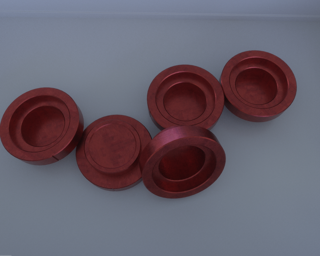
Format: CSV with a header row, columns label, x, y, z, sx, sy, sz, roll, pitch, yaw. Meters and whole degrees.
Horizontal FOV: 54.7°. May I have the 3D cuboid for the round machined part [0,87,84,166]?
label,x,y,z,sx,sy,sz,roll,pitch,yaw
round machined part,-0.145,0.001,0.396,0.099,0.042,0.098,-1,68,4

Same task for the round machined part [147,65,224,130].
label,x,y,z,sx,sy,sz,roll,pitch,yaw
round machined part,0.033,-0.031,0.412,0.099,0.042,0.098,0,70,0

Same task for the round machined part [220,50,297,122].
label,x,y,z,sx,sy,sz,roll,pitch,yaw
round machined part,0.128,-0.053,0.422,0.099,0.042,0.098,0,70,-1

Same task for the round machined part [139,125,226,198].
label,x,y,z,sx,sy,sz,roll,pitch,yaw
round machined part,0.024,0.035,0.367,0.099,0.097,0.042,-14,40,-5

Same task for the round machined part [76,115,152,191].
label,x,y,z,sx,sy,sz,roll,pitch,yaw
round machined part,-0.057,0.028,0.390,0.099,0.042,0.098,0,70,-1
